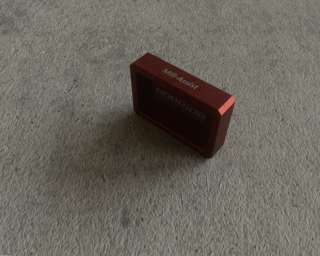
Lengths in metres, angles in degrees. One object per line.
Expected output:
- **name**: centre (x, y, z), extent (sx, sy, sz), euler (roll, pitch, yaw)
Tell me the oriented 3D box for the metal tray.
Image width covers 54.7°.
- **metal tray**: centre (0.023, -0.028, 0.386), extent (0.130, 0.089, 0.030), euler (32, 57, 24)
